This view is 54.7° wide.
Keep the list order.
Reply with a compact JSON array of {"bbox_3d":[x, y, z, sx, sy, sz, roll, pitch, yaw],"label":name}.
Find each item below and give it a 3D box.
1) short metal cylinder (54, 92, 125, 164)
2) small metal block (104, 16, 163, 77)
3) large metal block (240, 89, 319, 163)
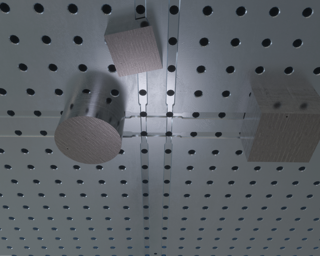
[{"bbox_3d":[-0.087,0.001,0.395,0.081,0.050,0.079,0,130,0],"label":"short metal cylinder"},{"bbox_3d":[-0.027,-0.088,0.337,0.050,0.025,0.050,-10,130,8],"label":"small metal block"},{"bbox_3d":[0.154,-0.002,0.395,0.081,0.050,0.079,1,130,-1],"label":"large metal block"}]
